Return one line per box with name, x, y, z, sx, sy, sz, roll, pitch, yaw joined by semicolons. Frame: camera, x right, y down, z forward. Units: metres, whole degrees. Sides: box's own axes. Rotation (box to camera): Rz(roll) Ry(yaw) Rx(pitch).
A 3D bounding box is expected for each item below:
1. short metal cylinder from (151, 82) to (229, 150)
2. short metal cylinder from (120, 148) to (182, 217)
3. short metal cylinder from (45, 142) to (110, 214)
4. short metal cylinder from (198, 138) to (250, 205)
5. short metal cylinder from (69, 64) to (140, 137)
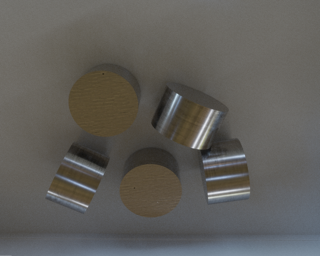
short metal cylinder;0.036;-0.016;0.376;0.080;0.080;0.050;20;109;-8
short metal cylinder;-0.012;0.074;0.423;0.081;0.050;0.079;0;110;-1
short metal cylinder;-0.105;0.064;0.402;0.050;0.080;0.080;26;108;-10
short metal cylinder;0.080;0.056;0.402;0.050;0.080;0.079;-8;110;3
short metal cylinder;-0.066;-0.035;0.382;0.081;0.050;0.079;0;110;-1
